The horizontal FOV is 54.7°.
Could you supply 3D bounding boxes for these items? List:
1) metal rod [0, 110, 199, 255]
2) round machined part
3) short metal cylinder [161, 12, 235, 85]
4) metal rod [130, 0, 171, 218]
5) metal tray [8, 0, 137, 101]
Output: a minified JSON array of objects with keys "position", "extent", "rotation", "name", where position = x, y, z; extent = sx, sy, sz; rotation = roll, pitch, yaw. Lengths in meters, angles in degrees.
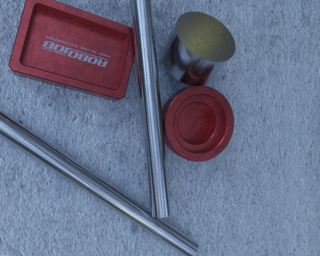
[{"position":[-0.069,0.079,0.383],"extent":[0.301,0.025,0.025],"rotation":[38,78,-16],"name":"metal rod"},{"position":[0.046,-0.007,0.415],"extent":[0.099,0.042,0.097],"rotation":[-2,95,-20],"name":"round machined part"},{"position":[0.048,-0.101,0.397],"extent":[0.081,0.050,0.080],"rotation":[10,59,-17],"name":"short metal cylinder"},{"position":[-0.012,-0.038,0.377],"extent":[0.025,0.025,0.298],"rotation":[-8,97,-20],"name":"metal rod"},{"position":[-0.099,-0.091,0.369],"extent":[0.131,0.030,0.090],"rotation":[14,85,-20],"name":"metal tray"}]
